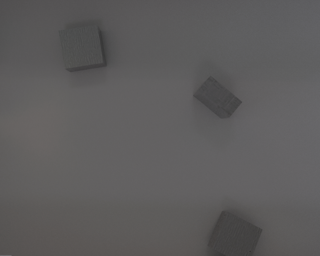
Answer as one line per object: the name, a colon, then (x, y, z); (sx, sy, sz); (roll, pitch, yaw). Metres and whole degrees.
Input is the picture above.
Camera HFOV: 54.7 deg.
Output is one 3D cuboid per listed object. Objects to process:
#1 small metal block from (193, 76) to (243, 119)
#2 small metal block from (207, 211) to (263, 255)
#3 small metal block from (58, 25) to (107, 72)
small metal block: (0.072, -0.038, 0.399); (0.050, 0.050, 0.025); (40, 90, 0)
small metal block: (0.098, 0.144, 0.406); (0.050, 0.025, 0.050); (28, 75, 0)
small metal block: (-0.102, -0.105, 0.410); (0.050, 0.025, 0.050); (-9, 90, 0)
